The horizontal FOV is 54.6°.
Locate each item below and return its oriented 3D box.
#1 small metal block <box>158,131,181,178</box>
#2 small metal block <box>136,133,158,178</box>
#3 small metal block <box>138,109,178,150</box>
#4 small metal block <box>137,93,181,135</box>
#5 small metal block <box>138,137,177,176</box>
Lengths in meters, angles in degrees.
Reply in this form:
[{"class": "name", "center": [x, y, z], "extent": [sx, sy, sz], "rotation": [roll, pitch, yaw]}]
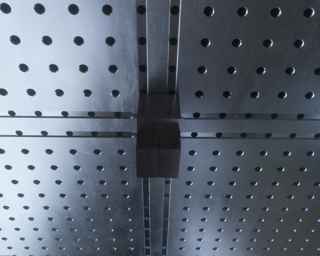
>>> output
[{"class": "small metal block", "center": [0.011, 0.026, 0.385], "extent": [0.025, 0.050, 0.050], "rotation": [2, 130, 0]}, {"class": "small metal block", "center": [-0.015, 0.026, 0.384], "extent": [0.025, 0.050, 0.050], "rotation": [1, 130, -1]}, {"class": "small metal block", "center": [-0.003, 0.002, 0.413], "extent": [0.050, 0.025, 0.050], "rotation": [2, 130, 0]}, {"class": "small metal block", "center": [-0.001, -0.018, 0.379], "extent": [0.050, 0.050, 0.025], "rotation": [2, 130, -1]}, {"class": "small metal block", "center": [-0.003, 0.039, 0.427], "extent": [0.050, 0.050, 0.025], "rotation": [1, 130, -1]}]
